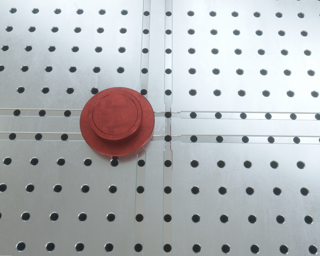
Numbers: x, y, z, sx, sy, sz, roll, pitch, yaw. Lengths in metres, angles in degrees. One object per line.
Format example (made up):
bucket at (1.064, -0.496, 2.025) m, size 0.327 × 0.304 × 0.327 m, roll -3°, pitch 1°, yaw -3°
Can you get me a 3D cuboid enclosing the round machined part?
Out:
round machined part at (-0.056, -0.011, 0.406) m, size 0.099 × 0.042 × 0.098 m, roll 0°, pitch 70°, yaw -1°
